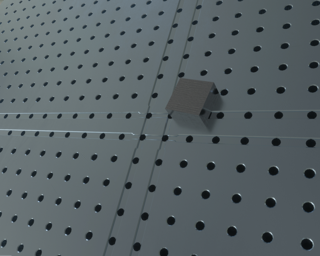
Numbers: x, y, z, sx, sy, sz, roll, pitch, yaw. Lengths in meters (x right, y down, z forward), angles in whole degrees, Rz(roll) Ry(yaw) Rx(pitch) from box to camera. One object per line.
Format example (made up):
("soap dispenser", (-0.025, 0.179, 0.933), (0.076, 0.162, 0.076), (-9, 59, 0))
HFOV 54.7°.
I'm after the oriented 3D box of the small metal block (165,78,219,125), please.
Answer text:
("small metal block", (0.043, -0.036, 0.407), (0.050, 0.025, 0.050), (14, 69, 33))
